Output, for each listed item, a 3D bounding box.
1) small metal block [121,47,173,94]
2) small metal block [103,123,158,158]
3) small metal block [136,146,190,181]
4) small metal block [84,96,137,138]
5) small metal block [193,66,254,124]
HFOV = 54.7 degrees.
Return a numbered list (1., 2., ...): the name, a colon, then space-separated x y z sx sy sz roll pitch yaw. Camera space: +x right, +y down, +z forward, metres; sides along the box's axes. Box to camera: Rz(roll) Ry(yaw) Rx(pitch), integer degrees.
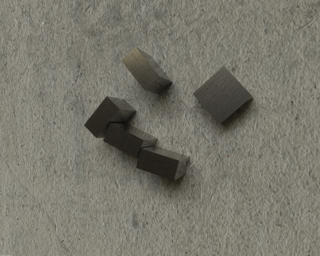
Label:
1. small metal block: -0.016 -0.073 0.401 0.025 0.050 0.050 -41 77 15
2. small metal block: -0.038 0.016 0.409 0.050 0.050 0.025 26 99 18
3. small metal block: 0.005 0.043 0.394 0.050 0.050 0.025 16 96 19
4. small metal block: -0.066 -0.014 0.419 0.025 0.050 0.050 44 104 14
5. small metal block: 0.078 -0.039 0.381 0.050 0.025 0.050 -43 77 15
